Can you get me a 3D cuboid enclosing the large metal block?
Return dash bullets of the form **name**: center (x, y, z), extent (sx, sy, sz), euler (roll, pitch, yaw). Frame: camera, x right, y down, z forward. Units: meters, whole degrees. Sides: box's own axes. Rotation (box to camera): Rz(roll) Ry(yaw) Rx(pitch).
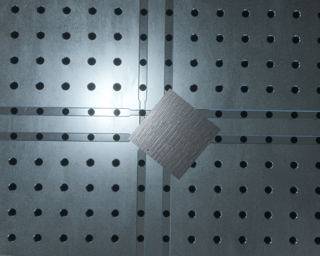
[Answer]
- **large metal block**: center (0.018, 0.007, 0.401), extent (0.080, 0.050, 0.080), euler (39, 90, -1)
